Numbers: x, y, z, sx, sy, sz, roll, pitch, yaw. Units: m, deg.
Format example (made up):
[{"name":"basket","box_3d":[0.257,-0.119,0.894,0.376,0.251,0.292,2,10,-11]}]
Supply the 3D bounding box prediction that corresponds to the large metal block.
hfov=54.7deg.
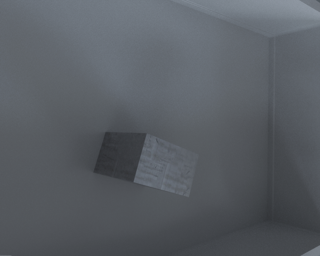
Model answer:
[{"name":"large metal block","box_3d":[-0.016,0.041,0.359,0.080,0.080,0.050,24,75,-38]}]
